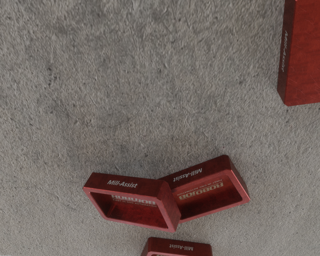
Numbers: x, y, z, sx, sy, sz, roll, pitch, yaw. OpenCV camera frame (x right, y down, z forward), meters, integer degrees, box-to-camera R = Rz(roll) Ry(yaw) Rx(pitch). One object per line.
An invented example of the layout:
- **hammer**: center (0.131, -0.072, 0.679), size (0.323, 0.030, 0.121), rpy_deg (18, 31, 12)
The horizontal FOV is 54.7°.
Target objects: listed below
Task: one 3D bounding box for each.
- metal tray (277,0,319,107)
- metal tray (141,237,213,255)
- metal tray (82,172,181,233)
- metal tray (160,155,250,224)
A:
- **metal tray**: center (0.180, -0.088, 0.331), size (0.090, 0.030, 0.129), rpy_deg (-8, 130, 6)
- **metal tray**: center (0.031, 0.265, 0.629), size (0.131, 0.030, 0.089), rpy_deg (11, 129, -9)
- **metal tray**: center (-0.042, 0.112, 0.470), size (0.130, 0.030, 0.090), rpy_deg (2, 134, 25)
- **metal tray**: center (0.064, 0.100, 0.489), size (0.130, 0.030, 0.090), rpy_deg (-23, 127, 18)
